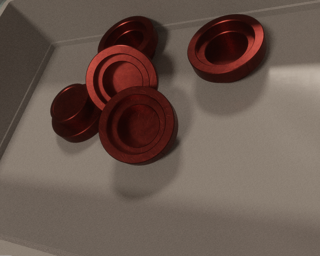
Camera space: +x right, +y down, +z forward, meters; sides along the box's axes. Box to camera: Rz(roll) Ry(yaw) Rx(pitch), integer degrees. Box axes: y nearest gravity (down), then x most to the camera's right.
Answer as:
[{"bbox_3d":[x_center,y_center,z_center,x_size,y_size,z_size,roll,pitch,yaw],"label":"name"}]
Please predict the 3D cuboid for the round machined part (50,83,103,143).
[{"bbox_3d":[-0.128,-0.030,0.478,0.098,0.042,0.098,-13,56,20],"label":"round machined part"}]

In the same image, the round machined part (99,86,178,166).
[{"bbox_3d":[-0.024,0.000,0.395,0.098,0.042,0.098,-4,76,15],"label":"round machined part"}]

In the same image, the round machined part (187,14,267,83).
[{"bbox_3d":[0.090,-0.098,0.408,0.098,0.042,0.098,-13,56,20],"label":"round machined part"}]

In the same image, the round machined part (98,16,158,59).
[{"bbox_3d":[-0.047,-0.128,0.496,0.098,0.042,0.098,-13,56,20],"label":"round machined part"}]

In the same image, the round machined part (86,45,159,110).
[{"bbox_3d":[-0.051,-0.066,0.438,0.098,0.098,0.042,-28,9,10],"label":"round machined part"}]
